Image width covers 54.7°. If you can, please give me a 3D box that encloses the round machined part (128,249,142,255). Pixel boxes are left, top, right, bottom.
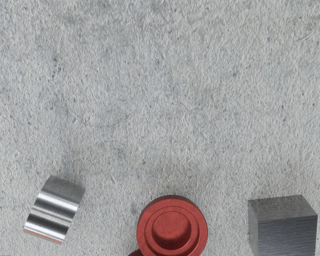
[{"bbox_3d":[-0.012,0.224,0.483,0.099,0.042,0.097,0,111,-1],"label":"round machined part"}]

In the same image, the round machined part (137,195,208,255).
[{"bbox_3d":[0.016,0.144,0.444,0.099,0.042,0.097,0,91,-2],"label":"round machined part"}]

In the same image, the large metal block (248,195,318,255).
[{"bbox_3d":[0.177,0.150,0.454,0.080,0.050,0.079,-6,110,2],"label":"large metal block"}]

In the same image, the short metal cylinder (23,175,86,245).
[{"bbox_3d":[-0.141,0.110,0.419,0.050,0.080,0.080,24,108,-9],"label":"short metal cylinder"}]
